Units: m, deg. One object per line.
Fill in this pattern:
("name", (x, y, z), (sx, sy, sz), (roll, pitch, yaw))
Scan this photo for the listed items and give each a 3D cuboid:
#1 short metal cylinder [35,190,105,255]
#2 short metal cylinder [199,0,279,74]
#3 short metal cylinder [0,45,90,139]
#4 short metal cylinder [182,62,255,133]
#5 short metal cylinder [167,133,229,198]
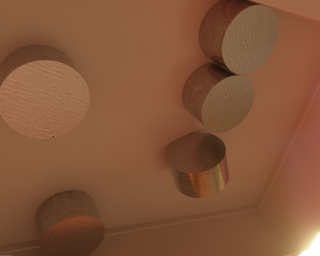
("short metal cylinder", (-0.119, 0.130, 0.409), (0.081, 0.050, 0.079), (-14, 125, -21))
("short metal cylinder", (0.095, -0.112, 0.377), (0.081, 0.050, 0.079), (-14, 125, -21))
("short metal cylinder", (-0.116, -0.036, 0.307), (0.081, 0.050, 0.079), (-14, 125, -21))
("short metal cylinder", (0.077, -0.041, 0.411), (0.081, 0.050, 0.079), (-14, 125, -21))
("short metal cylinder", (0.054, 0.051, 0.437), (0.080, 0.080, 0.050), (-26, 128, -13))
